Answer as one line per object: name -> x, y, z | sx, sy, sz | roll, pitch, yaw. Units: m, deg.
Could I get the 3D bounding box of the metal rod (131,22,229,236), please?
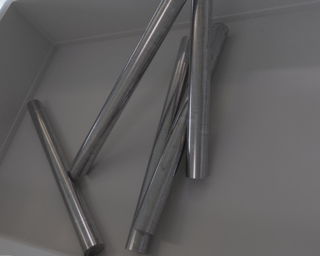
metal rod -> 0.034, -0.018, 0.384 | 0.025, 0.025, 0.300 | 7, 60, 31

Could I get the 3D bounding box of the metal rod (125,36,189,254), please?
metal rod -> 0.009, 0.003, 0.399 | 0.025, 0.025, 0.300 | 1, 62, 28

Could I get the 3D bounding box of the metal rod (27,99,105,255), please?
metal rod -> -0.149, 0.051, 0.452 | 0.025, 0.025, 0.300 | -40, 51, 1

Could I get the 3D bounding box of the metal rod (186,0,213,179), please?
metal rod -> 0.047, -0.093, 0.357 | 0.025, 0.025, 0.298 | 1, 88, 29

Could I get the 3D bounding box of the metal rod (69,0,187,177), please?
metal rod -> -0.038, -0.059, 0.384 | 0.025, 0.025, 0.298 | 48, 114, 39
